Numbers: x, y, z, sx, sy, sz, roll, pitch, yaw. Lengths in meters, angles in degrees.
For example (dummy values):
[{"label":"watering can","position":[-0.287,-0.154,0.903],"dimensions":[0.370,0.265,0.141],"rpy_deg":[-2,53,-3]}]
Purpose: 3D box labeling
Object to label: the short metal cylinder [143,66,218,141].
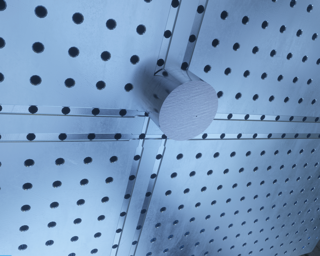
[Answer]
[{"label":"short metal cylinder","position":[0.025,-0.031,0.389],"dimensions":[0.081,0.050,0.080],"rpy_deg":[-14,124,-21]}]
